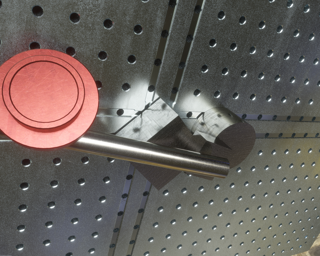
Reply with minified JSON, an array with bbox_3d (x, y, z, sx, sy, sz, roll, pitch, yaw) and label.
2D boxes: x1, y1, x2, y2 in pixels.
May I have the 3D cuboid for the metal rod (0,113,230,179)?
[{"bbox_3d":[-0.065,0.017,0.331,0.302,0.025,0.025,13,113,-16],"label":"metal rod"}]

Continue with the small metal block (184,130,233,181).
[{"bbox_3d":[0.057,0.036,0.399,0.050,0.025,0.050,20,108,-36],"label":"small metal block"}]

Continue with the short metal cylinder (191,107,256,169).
[{"bbox_3d":[0.092,0.015,0.457,0.081,0.050,0.079,-14,125,-21],"label":"short metal cylinder"}]

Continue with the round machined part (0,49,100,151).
[{"bbox_3d":[-0.107,-0.029,0.290,0.099,0.042,0.097,3,79,-17],"label":"round machined part"}]

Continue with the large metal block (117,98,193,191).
[{"bbox_3d":[-0.001,0.022,0.407,0.080,0.050,0.080,-40,130,-2],"label":"large metal block"}]
